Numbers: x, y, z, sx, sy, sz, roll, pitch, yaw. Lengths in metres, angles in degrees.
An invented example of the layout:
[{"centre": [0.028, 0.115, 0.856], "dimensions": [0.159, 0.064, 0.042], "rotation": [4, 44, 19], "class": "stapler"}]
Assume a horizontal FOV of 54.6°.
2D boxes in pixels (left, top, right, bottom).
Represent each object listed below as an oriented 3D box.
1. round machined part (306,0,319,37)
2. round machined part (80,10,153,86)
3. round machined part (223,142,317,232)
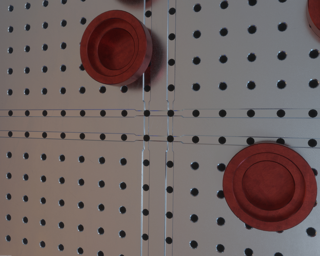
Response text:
[{"centre": [0.211, -0.139, 0.329], "dimensions": [0.098, 0.042, 0.097], "rotation": [0, 90, 20], "class": "round machined part"}, {"centre": [-0.055, -0.105, 0.424], "dimensions": [0.098, 0.042, 0.097], "rotation": [0, 90, 20], "class": "round machined part"}, {"centre": [0.125, 0.065, 0.359], "dimensions": [0.098, 0.042, 0.097], "rotation": [0, 90, 20], "class": "round machined part"}]
